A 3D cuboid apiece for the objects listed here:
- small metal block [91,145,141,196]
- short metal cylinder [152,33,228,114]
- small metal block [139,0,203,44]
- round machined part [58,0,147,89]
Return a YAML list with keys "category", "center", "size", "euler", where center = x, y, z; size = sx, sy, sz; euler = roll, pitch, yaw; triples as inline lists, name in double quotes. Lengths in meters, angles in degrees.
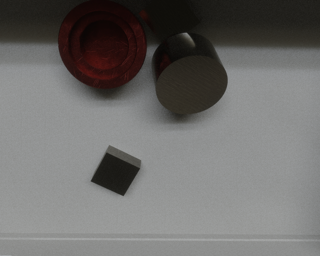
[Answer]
- category: "small metal block"
  center: [-0.061, 0.060, 0.432]
  size: [0.050, 0.025, 0.050]
  euler: [27, 108, -10]
- category: "short metal cylinder"
  center: [0.032, -0.062, 0.360]
  size: [0.081, 0.050, 0.079]
  euler: [-5, 134, -5]
- category: "small metal block"
  center: [0.013, -0.130, 0.357]
  size: [0.050, 0.025, 0.050]
  euler: [-32, 109, 28]
- category: "round machined part"
  center: [-0.065, -0.098, 0.365]
  size: [0.099, 0.042, 0.097]
  euler: [0, 110, -1]
